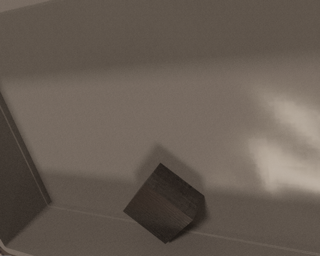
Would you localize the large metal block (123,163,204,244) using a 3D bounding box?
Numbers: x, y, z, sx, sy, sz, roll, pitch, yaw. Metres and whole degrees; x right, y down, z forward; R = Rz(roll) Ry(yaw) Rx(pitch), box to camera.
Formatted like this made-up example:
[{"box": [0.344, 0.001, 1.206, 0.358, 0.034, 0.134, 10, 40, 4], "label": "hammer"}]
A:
[{"box": [0.004, 0.112, 0.458, 0.080, 0.050, 0.080, 37, 129, 3], "label": "large metal block"}]
